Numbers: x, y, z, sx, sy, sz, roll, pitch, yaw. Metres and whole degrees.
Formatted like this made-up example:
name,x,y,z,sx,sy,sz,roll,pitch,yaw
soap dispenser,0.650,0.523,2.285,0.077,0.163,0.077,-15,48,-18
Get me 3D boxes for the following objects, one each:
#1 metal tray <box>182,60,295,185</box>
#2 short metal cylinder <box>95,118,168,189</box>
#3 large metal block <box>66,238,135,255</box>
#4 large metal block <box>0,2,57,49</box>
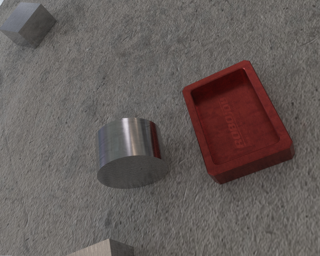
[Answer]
name,x,y,z,sx,sy,sz,roll,pitch,yaw
metal tray,0.085,-0.010,0.361,0.090,0.030,0.130,-23,53,14
short metal cylinder,-0.035,0.032,0.367,0.080,0.080,0.050,-22,54,15
large metal block,-0.068,0.171,0.318,0.080,0.050,0.080,-25,53,12
large metal block,-0.288,-0.225,0.677,0.080,0.050,0.080,19,71,35
